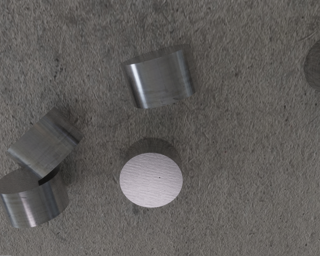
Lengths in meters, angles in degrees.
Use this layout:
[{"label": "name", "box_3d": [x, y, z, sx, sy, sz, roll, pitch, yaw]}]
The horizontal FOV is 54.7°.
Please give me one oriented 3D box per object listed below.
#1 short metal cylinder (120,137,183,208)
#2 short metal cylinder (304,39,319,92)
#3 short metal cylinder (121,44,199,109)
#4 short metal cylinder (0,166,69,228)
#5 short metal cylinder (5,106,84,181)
[{"label": "short metal cylinder", "box_3d": [-0.011, 0.059, 0.418, 0.081, 0.050, 0.079, 0, 110, 0]}, {"label": "short metal cylinder", "box_3d": [0.224, -0.073, 0.371, 0.081, 0.050, 0.079, 0, 110, 0]}, {"label": "short metal cylinder", "box_3d": [0.000, -0.061, 0.358, 0.080, 0.080, 0.050, -15, 110, 5]}, {"label": "short metal cylinder", "box_3d": [-0.167, 0.086, 0.411, 0.080, 0.080, 0.050, -9, 110, 3]}, {"label": "short metal cylinder", "box_3d": [-0.142, 0.019, 0.386, 0.080, 0.080, 0.050, -40, 105, 13]}]
